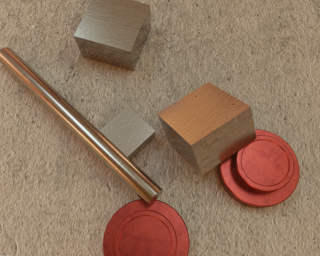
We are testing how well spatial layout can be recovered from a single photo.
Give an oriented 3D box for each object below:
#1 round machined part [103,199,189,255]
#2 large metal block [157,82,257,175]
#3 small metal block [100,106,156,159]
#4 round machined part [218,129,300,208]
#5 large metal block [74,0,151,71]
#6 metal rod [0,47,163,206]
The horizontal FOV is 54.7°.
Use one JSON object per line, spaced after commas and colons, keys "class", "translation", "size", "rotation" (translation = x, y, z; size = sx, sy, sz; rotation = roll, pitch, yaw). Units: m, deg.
{"class": "round machined part", "translation": [-0.016, 0.130, 0.352], "size": [0.099, 0.042, 0.098], "rotation": [0, 70, 0]}
{"class": "large metal block", "translation": [0.056, -0.003, 0.377], "size": [0.080, 0.050, 0.080], "rotation": [-32, 39, -11]}
{"class": "small metal block", "translation": [-0.041, 0.008, 0.405], "size": [0.050, 0.025, 0.050], "rotation": [43, 75, 14]}
{"class": "round machined part", "translation": [0.124, 0.047, 0.383], "size": [0.099, 0.042, 0.098], "rotation": [0, 70, 0]}
{"class": "large metal block", "translation": [-0.064, -0.138, 0.445], "size": [0.080, 0.050, 0.080], "rotation": [17, 71, 6]}
{"class": "metal rod", "translation": [-0.114, -0.013, 0.398], "size": [0.300, 0.025, 0.025], "rotation": [40, 75, 18]}
